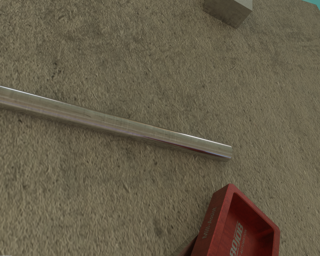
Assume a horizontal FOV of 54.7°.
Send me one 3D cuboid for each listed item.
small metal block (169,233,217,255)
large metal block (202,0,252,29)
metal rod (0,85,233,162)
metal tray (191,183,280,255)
[{"bbox_3d":[0.037,0.151,0.333,0.050,0.025,0.050,-30,79,-38],"label":"small metal block"},{"bbox_3d":[0.137,-0.258,0.622,0.080,0.050,0.080,23,53,-15],"label":"large metal block"},{"bbox_3d":[-0.043,0.000,0.381,0.302,0.025,0.025,15,56,-20],"label":"metal rod"},{"bbox_3d":[0.087,0.134,0.341,0.090,0.030,0.131,44,36,-4],"label":"metal tray"}]
